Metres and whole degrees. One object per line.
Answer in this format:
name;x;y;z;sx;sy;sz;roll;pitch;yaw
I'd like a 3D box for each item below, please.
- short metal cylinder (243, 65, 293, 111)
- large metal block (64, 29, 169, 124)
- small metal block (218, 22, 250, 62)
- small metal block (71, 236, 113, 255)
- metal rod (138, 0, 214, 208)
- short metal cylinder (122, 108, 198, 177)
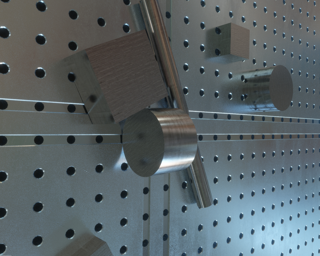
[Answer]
short metal cylinder;0.195;-0.069;0.556;0.081;0.050;0.080;0;90;-40
large metal block;-0.047;-0.057;0.352;0.081;0.050;0.080;-32;109;-35
small metal block;0.122;-0.140;0.511;0.050;0.025;0.050;2;89;-40
small metal block;-0.076;0.160;0.346;0.050;0.025;0.050;-34;111;-35
metal rod;0.026;-0.025;0.430;0.025;0.025;0.298;-27;107;-37
short metal cylinder;-0.002;0.016;0.372;0.050;0.080;0.079;-3;92;-40
